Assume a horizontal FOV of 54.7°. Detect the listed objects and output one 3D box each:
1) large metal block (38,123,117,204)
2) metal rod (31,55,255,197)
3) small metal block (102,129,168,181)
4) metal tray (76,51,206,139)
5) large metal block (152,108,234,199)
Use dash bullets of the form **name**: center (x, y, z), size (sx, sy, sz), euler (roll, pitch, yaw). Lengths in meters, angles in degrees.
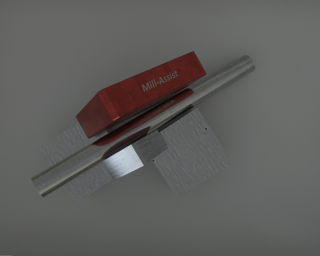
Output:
- **large metal block**: center (-0.090, 0.036, 0.394), size (0.080, 0.050, 0.080), euler (-34, 90, 0)
- **metal rod**: center (-0.007, -0.011, 0.373), size (0.302, 0.025, 0.025), euler (-31, 90, -16)
- **small metal block**: center (-0.027, 0.030, 0.349), size (0.050, 0.050, 0.025), euler (-30, 90, 36)
- **metal tray**: center (-0.021, -0.037, 0.350), size (0.131, 0.090, 0.030), euler (-30, 92, -32)
- **large metal block**: center (0.033, 0.031, 0.398), size (0.080, 0.050, 0.080), euler (-34, 90, 0)
